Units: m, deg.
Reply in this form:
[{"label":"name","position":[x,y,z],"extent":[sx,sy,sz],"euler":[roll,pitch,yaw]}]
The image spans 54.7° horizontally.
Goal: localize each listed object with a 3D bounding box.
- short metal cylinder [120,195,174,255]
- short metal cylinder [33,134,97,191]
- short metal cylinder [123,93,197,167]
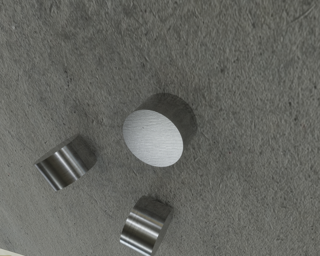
[{"label":"short metal cylinder","position":[-0.018,0.150,0.474],"extent":[0.050,0.080,0.079],"euler":[23,127,15]},{"label":"short metal cylinder","position":[-0.145,0.052,0.480],"extent":[0.080,0.080,0.050],"euler":[-23,106,36]},{"label":"short metal cylinder","position":[0.001,0.002,0.392],"extent":[0.080,0.050,0.079],"euler":[13,124,21]}]
